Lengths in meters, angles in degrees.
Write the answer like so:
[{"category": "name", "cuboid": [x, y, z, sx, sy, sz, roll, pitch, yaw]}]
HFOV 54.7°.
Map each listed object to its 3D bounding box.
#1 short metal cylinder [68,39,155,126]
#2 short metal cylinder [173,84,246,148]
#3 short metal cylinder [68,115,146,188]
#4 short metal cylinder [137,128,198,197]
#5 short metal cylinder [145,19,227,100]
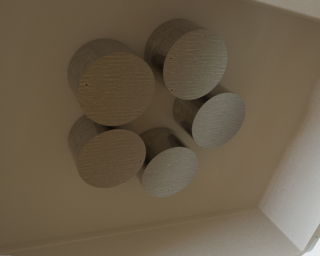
[{"category": "short metal cylinder", "cuboid": [-0.052, -0.049, 0.331, 0.081, 0.050, 0.079, -14, 124, -21]}, {"category": "short metal cylinder", "cuboid": [0.065, -0.020, 0.413, 0.081, 0.050, 0.079, -14, 124, -21]}, {"category": "short metal cylinder", "cuboid": [-0.064, 0.024, 0.370, 0.081, 0.050, 0.079, -14, 124, -21]}, {"category": "short metal cylinder", "cuboid": [0.004, 0.046, 0.420, 0.081, 0.050, 0.079, -14, 124, -21]}, {"category": "short metal cylinder", "cuboid": [0.029, -0.079, 0.357, 0.081, 0.050, 0.079, -14, 124, -21]}]
